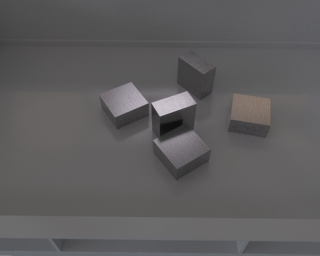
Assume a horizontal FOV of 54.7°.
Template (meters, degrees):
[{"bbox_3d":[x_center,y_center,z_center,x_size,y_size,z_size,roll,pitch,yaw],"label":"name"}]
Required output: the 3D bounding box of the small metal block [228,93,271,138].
[{"bbox_3d":[0.121,-0.018,0.420,0.050,0.025,0.050,10,51,8],"label":"small metal block"}]

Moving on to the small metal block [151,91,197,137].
[{"bbox_3d":[0.017,-0.015,0.401,0.050,0.050,0.025,-20,53,-16],"label":"small metal block"}]

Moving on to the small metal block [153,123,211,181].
[{"bbox_3d":[0.026,0.028,0.381,0.050,0.025,0.050,-27,55,-21],"label":"small metal block"}]

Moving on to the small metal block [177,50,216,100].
[{"bbox_3d":[0.052,-0.077,0.454,0.025,0.050,0.050,-33,58,-25],"label":"small metal block"}]

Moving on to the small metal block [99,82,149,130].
[{"bbox_3d":[-0.050,-0.032,0.431,0.050,0.025,0.050,-25,54,-20],"label":"small metal block"}]
